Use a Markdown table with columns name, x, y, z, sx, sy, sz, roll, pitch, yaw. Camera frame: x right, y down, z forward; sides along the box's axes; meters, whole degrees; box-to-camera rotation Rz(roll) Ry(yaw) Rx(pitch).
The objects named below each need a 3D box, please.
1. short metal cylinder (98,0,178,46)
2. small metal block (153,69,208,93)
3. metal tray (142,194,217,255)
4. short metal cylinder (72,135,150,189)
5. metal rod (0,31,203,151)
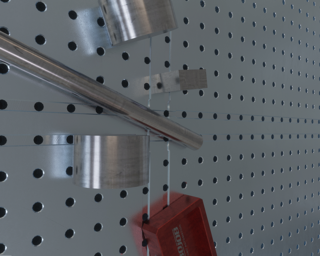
| name | x | y | z | sx | sy | sz | roll | pitch | yaw |
| --- | --- | --- | --- | --- | --- | --- | --- | --- | --- |
| short metal cylinder | -0.024 | -0.129 | 0.353 | 0.081 | 0.080 | 0.050 | -26 | 107 | -37 |
| small metal block | 0.027 | -0.063 | 0.416 | 0.050 | 0.050 | 0.025 | -10 | 97 | -40 |
| metal tray | 0.034 | 0.172 | 0.435 | 0.091 | 0.030 | 0.129 | -25 | 106 | -37 |
| short metal cylinder | -0.051 | 0.032 | 0.331 | 0.081 | 0.080 | 0.050 | 1 | 90 | -40 |
| metal rod | -0.055 | -0.031 | 0.363 | 0.301 | 0.025 | 0.025 | 26 | 74 | -37 |
